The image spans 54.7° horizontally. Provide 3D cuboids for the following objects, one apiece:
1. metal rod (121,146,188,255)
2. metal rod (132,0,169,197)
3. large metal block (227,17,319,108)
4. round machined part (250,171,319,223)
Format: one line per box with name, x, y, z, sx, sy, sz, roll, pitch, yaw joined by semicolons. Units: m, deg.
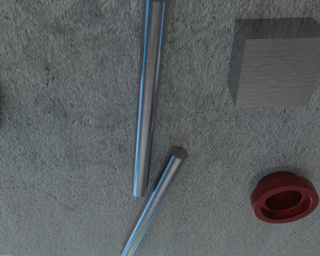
metal rod;-0.019;0.143;0.528;0.025;0.025;0.298;14;129;-12
metal rod;-0.018;-0.013;0.395;0.025;0.025;0.298;4;130;-4
large metal block;0.122;-0.070;0.333;0.081;0.050;0.079;-2;130;1
round machined part;0.192;0.106;0.489;0.099;0.042;0.097;-1;130;0
